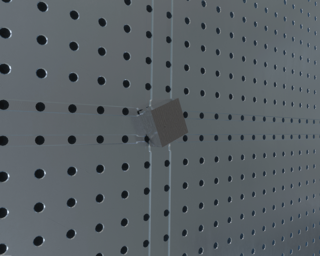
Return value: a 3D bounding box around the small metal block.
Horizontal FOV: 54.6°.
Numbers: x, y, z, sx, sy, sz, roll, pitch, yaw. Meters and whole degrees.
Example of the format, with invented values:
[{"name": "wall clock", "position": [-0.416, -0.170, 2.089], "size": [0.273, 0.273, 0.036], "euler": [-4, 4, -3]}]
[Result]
[{"name": "small metal block", "position": [0.006, -0.008, 0.413], "size": [0.050, 0.025, 0.050], "euler": [-28, 107, -36]}]
